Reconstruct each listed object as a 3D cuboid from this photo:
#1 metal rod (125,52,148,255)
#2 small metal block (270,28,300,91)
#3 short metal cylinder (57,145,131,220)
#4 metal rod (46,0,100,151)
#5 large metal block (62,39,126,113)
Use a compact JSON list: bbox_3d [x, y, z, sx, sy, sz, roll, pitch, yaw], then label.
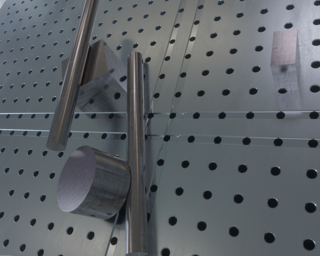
[{"bbox_3d":[-0.033,0.012,0.417,0.025,0.025,0.299,-16,55,19],"label":"metal rod"},{"bbox_3d":[0.148,-0.078,0.363,0.025,0.050,0.050,0,62,28],"label":"small metal block"},{"bbox_3d":[-0.082,0.067,0.379,0.080,0.050,0.080,-26,51,37],"label":"short metal cylinder"},{"bbox_3d":[-0.126,-0.104,0.473,0.025,0.025,0.299,-10,57,23],"label":"metal rod"},{"bbox_3d":[-0.109,-0.084,0.501,0.080,0.050,0.080,-25,53,13],"label":"large metal block"}]
